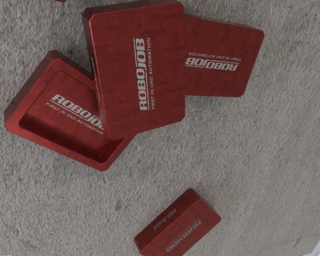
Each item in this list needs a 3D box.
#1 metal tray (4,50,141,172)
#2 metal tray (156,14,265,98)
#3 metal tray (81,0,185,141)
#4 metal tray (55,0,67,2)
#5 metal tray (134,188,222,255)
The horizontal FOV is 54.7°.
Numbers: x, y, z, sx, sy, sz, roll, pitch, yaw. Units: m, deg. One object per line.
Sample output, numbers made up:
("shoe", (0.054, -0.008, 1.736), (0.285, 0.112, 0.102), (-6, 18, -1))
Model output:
("metal tray", (-0.088, -0.013, 0.347), (0.130, 0.030, 0.090), (33, 100, -39))
("metal tray", (0.058, -0.086, 0.382), (0.131, 0.030, 0.089), (-1, 119, -28))
("metal tray", (-0.021, -0.058, 0.316), (0.091, 0.030, 0.129), (-16, 125, -19))
("metal tray", (-0.061, -0.181, 0.257), (0.130, 0.030, 0.090), (-36, 129, -4))
("metal tray", (0.032, 0.172, 0.528), (0.130, 0.030, 0.090), (-43, 130, 1))
